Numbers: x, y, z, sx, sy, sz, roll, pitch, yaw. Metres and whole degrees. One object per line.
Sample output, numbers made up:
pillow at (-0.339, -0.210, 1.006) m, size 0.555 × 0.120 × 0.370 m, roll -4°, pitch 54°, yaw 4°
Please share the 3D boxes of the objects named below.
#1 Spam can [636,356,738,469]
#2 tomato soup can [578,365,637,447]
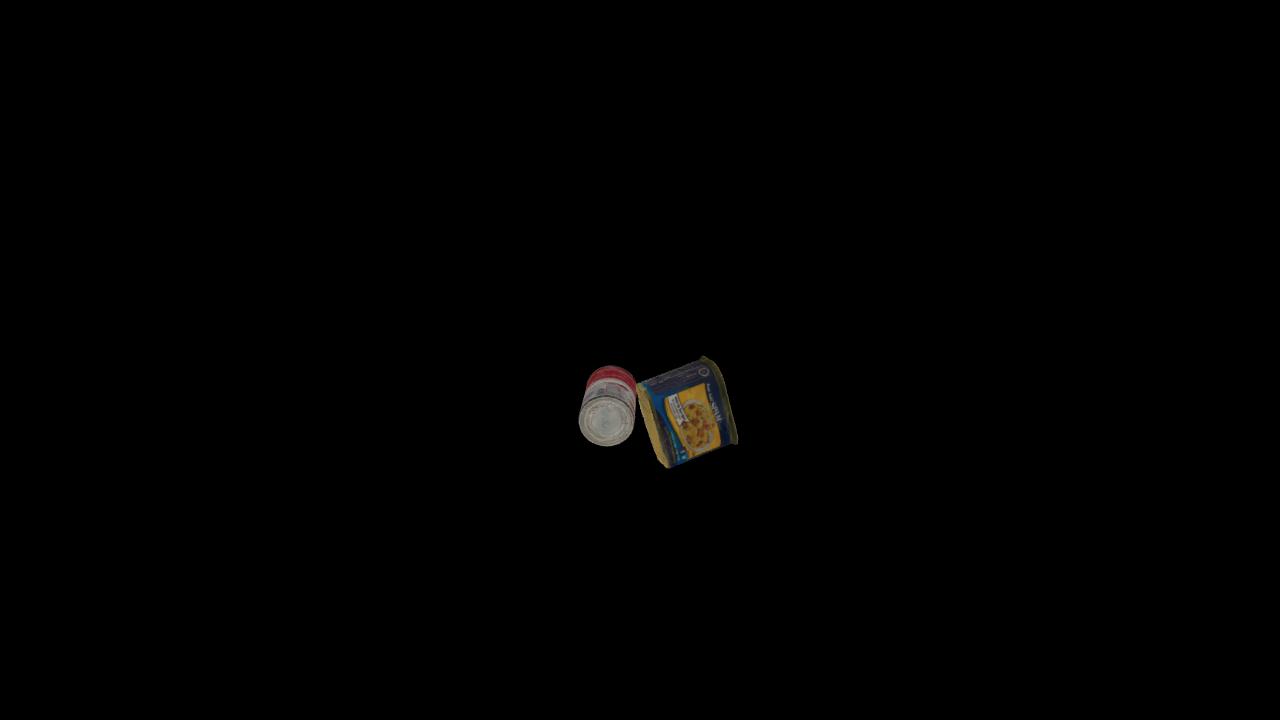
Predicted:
Spam can at (0.050, 0.058, 0.670) m, size 0.085 × 0.101 × 0.058 m, roll -21°, pitch 18°, yaw -12°
tomato soup can at (-0.037, 0.055, 0.757) m, size 0.068 × 0.068 × 0.101 m, roll 0°, pitch 20°, yaw 1°
